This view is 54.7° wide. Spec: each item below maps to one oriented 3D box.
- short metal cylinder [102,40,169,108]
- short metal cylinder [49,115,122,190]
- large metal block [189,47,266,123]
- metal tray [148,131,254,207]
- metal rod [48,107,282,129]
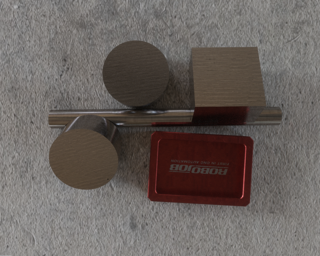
[{"bbox_3d":[-0.029,-0.066,0.398,0.081,0.050,0.080,0,90,0],"label":"short metal cylinder"},{"bbox_3d":[-0.089,0.029,0.386,0.081,0.050,0.079,0,111,-1],"label":"short metal cylinder"},{"bbox_3d":[0.080,-0.053,0.387,0.081,0.050,0.080,-1,69,0],"label":"large metal block"},{"bbox_3d":[0.052,0.052,0.408,0.131,0.030,0.089,3,90,0],"label":"metal tray"},{"bbox_3d":[0.007,-0.014,0.412,0.302,0.025,0.025,-1,90,0],"label":"metal rod"}]
